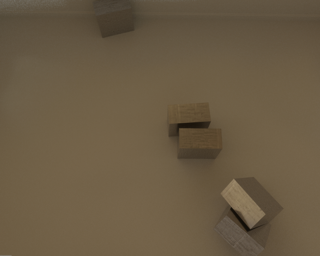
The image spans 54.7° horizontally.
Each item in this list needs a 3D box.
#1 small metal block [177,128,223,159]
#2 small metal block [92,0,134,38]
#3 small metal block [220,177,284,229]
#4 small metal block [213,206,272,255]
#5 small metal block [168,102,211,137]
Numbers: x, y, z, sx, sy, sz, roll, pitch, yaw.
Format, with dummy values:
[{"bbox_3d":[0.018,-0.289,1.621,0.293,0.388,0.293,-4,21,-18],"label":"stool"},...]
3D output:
[{"bbox_3d":[0.048,0.021,0.389,0.050,0.050,0.025,1,70,0],"label":"small metal block"},{"bbox_3d":[-0.067,-0.163,0.455,0.050,0.050,0.025,-15,71,-6],"label":"small metal block"},{"bbox_3d":[0.106,0.084,0.357,0.050,0.050,0.025,51,118,33],"label":"small metal block"},{"bbox_3d":[0.095,0.113,0.353,0.050,0.050,0.025,41,117,13],"label":"small metal block"},{"bbox_3d":[0.036,-0.010,0.400,0.050,0.050,0.025,-4,70,-1],"label":"small metal block"}]
